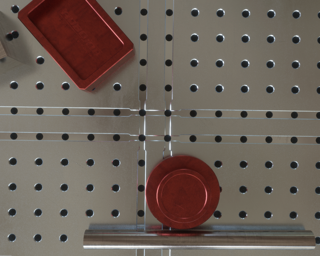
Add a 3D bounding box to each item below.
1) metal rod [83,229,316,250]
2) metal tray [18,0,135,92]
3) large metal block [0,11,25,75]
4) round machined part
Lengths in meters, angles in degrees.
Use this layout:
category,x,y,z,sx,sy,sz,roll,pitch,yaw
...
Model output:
category,x,y,z,sx,sy,sz,roll,pitch,yaw
metal rod,0.052,0.149,0.414,0.302,0.025,0.025,0,90,-1
metal tray,-0.108,-0.124,0.409,0.090,0.030,0.130,-41,91,0
large metal block,-0.238,-0.107,0.398,0.080,0.050,0.080,-24,90,-1
round machined part,0.030,0.085,0.405,0.099,0.042,0.097,0,90,-1
